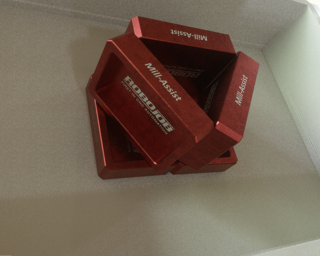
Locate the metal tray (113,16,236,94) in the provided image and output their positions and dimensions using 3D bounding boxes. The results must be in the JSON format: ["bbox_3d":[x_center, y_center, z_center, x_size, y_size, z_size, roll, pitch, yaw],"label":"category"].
[{"bbox_3d":[0.015,-0.082,0.380,0.131,0.090,0.030,2,62,-27],"label":"metal tray"}]

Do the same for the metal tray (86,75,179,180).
[{"bbox_3d":[-0.037,-0.005,0.385,0.091,0.030,0.130,0,61,-28],"label":"metal tray"}]

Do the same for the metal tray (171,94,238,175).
[{"bbox_3d":[0.045,-0.004,0.427,0.091,0.030,0.130,1,60,-27],"label":"metal tray"}]

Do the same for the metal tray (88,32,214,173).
[{"bbox_3d":[-0.016,-0.023,0.329,0.130,0.090,0.030,49,52,6],"label":"metal tray"}]

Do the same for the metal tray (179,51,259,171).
[{"bbox_3d":[0.070,-0.021,0.373,0.030,0.090,0.130,31,52,-8],"label":"metal tray"}]
